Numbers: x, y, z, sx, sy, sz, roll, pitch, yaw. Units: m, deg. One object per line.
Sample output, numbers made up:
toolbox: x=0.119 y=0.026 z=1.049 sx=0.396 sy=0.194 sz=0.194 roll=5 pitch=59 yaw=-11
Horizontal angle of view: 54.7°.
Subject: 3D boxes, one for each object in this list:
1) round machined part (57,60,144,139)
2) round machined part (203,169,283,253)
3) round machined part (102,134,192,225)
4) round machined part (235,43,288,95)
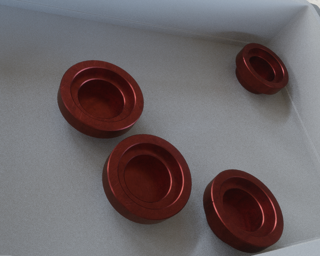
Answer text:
round machined part: x=-0.073 y=-0.030 z=0.374 sx=0.099 sy=0.042 sz=0.098 roll=14 pitch=56 yaw=-21
round machined part: x=0.095 y=0.103 z=0.376 sx=0.099 sy=0.042 sz=0.098 roll=16 pitch=45 yaw=-17
round machined part: x=-0.017 y=0.059 z=0.349 sx=0.099 sy=0.042 sz=0.098 roll=14 pitch=56 yaw=-21
round machined part: x=0.174 y=-0.099 z=0.548 sx=0.099 sy=0.042 sz=0.098 roll=14 pitch=56 yaw=-21
